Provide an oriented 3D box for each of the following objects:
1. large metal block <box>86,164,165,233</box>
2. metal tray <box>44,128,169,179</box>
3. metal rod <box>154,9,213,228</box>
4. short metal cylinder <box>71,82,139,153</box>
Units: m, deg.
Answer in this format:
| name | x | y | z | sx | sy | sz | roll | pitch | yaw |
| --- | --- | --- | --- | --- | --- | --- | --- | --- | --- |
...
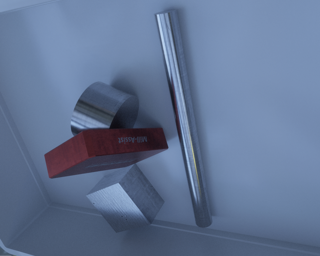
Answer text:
| name | x | y | z | sx | sy | sz | roll | pitch | yaw |
| --- | --- | --- | --- | --- | --- | --- | --- | --- | --- |
| large metal block | -0.054 | 0.112 | 0.488 | 0.080 | 0.050 | 0.080 | -27 | 104 | 37 |
| metal tray | -0.064 | 0.030 | 0.393 | 0.090 | 0.131 | 0.030 | -27 | 74 | 37 |
| metal rod | 0.035 | 0.008 | 0.393 | 0.025 | 0.025 | 0.298 | 1 | 119 | 27 |
| short metal cylinder | -0.069 | -0.014 | 0.399 | 0.050 | 0.080 | 0.079 | 24 | 127 | 13 |
